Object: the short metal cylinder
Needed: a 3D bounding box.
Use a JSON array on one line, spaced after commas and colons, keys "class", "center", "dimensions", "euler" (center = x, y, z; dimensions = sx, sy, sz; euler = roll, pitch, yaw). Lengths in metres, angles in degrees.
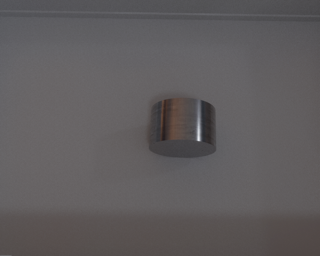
[{"class": "short metal cylinder", "center": [0.028, 0.003, 0.380], "dimensions": [0.081, 0.080, 0.050], "euler": [2, 70, 0]}]
